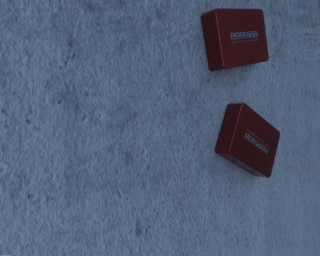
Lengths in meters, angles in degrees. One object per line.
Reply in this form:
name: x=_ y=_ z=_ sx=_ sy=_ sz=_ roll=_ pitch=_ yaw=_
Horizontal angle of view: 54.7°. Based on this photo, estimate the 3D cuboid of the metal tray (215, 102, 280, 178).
metal tray: x=0.155 y=0.023 z=0.535 sx=0.131 sy=0.030 sz=0.090 roll=30 pitch=71 yaw=-36

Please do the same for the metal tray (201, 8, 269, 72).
metal tray: x=0.128 y=-0.147 z=0.511 sx=0.131 sy=0.030 sz=0.089 roll=-18 pitch=101 yaw=-39
